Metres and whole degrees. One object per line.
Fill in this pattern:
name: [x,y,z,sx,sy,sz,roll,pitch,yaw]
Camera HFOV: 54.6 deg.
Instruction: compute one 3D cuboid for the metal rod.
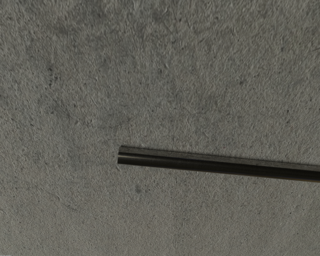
metal rod: [0.090,0.055,0.453,0.302,0.025,0.025,6,130,-6]
